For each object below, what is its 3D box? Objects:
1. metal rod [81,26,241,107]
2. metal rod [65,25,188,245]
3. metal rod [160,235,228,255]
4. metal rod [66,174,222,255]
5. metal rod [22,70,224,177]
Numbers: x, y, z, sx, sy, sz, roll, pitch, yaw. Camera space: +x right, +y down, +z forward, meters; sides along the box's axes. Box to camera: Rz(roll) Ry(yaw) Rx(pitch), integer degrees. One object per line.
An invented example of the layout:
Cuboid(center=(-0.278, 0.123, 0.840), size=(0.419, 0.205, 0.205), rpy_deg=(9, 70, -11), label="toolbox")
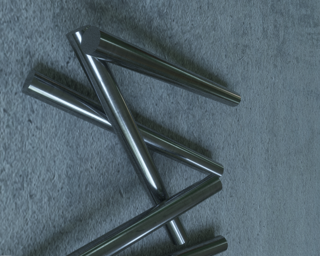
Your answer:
Cuboid(center=(0.030, -0.061, 0.386), size=(0.302, 0.025, 0.025), rpy_deg=(9, 84, -53), label="metal rod")
Cuboid(center=(-0.025, 0.030, 0.357), size=(0.025, 0.025, 0.299), rpy_deg=(-42, 124, -32), label="metal rod")
Cuboid(center=(-0.020, 0.181, 0.388), size=(0.302, 0.025, 0.025), rpy_deg=(0, 90, -40), label="metal rod")
Cuboid(center=(-0.050, 0.123, 0.333), size=(0.302, 0.025, 0.025), rpy_deg=(-23, 105, -28), label="metal rod")
Cuboid(center=(-0.019, 0.011, 0.388), size=(0.301, 0.025, 0.025), rpy_deg=(27, 73, -37), label="metal rod")
